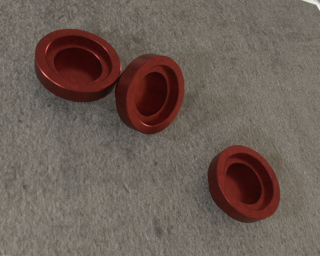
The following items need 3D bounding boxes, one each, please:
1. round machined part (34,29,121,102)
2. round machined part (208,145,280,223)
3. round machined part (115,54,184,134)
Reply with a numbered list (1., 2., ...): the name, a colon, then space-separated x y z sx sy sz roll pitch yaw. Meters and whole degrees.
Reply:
1. round machined part: -0.101 -0.071 0.380 0.099 0.042 0.098 12 55 -17
2. round machined part: 0.104 0.075 0.405 0.099 0.042 0.098 14 56 -21
3. round machined part: -0.017 -0.044 0.390 0.042 0.097 0.099 22 37 40
